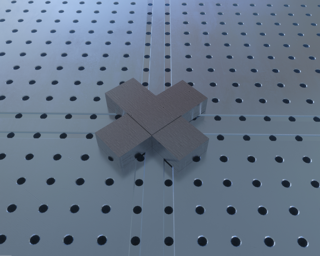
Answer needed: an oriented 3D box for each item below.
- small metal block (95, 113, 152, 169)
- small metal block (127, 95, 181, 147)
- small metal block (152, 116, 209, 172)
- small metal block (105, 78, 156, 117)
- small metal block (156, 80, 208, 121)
[{"bbox_3d":[-0.046,0.016,0.394,0.050,0.025,0.050,-34,58,-26],"label":"small metal block"},{"bbox_3d":[-0.008,-0.011,0.415,0.050,0.025,0.050,-34,58,-26],"label":"small metal block"},{"bbox_3d":[0.025,0.019,0.392,0.050,0.025,0.050,-34,58,-25],"label":"small metal block"},{"bbox_3d":[-0.041,-0.039,0.440,0.050,0.025,0.050,-34,58,-25],"label":"small metal block"},{"bbox_3d":[0.030,-0.035,0.437,0.050,0.025,0.050,-34,58,-26],"label":"small metal block"}]
